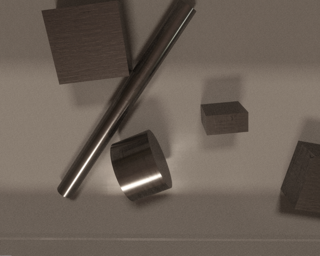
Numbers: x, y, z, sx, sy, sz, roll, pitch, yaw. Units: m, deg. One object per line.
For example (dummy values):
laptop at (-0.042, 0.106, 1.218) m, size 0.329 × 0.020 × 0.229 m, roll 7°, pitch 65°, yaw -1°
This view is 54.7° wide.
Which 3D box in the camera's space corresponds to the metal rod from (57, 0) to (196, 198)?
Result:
metal rod at (-0.051, -0.026, 0.400) m, size 0.025 × 0.025 × 0.299 m, roll 32°, pitch 107°, yaw -12°

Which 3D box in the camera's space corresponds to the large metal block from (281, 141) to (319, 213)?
large metal block at (0.227, 0.070, 0.427) m, size 0.081 × 0.050 × 0.079 m, roll 10°, pitch 110°, yaw -4°

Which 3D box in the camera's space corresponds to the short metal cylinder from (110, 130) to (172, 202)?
short metal cylinder at (-0.023, 0.048, 0.399) m, size 0.050 × 0.080 × 0.080 m, roll -22°, pitch 109°, yaw 7°

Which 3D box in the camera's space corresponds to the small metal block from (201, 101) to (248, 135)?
small metal block at (0.081, -0.013, 0.394) m, size 0.050 × 0.050 × 0.025 m, roll -5°, pitch 110°, yaw 1°

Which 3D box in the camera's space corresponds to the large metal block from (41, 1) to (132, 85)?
large metal block at (-0.080, -0.100, 0.360) m, size 0.080 × 0.050 × 0.079 m, roll -7°, pitch 110°, yaw 2°
